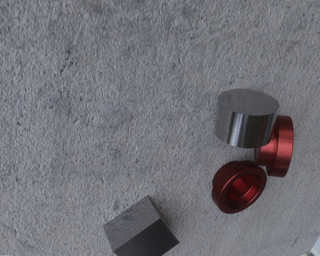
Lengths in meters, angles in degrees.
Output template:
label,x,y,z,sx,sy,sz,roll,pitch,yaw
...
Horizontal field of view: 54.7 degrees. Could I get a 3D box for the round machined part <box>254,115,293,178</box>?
label,x,y,z,sx,sy,sz,roll,pitch,yaw
round machined part,0.175,0.027,0.488,0.042,0.098,0.097,6,122,11

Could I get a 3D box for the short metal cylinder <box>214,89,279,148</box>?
label,x,y,z,sx,sy,sz,roll,pitch,yaw
short metal cylinder,0.118,-0.015,0.429,0.081,0.080,0.050,-13,124,-22

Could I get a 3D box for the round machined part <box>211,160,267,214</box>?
label,x,y,z,sx,sy,sz,roll,pitch,yaw
round machined part,0.129,0.095,0.528,0.099,0.042,0.097,-14,125,-21

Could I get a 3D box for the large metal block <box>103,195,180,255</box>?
label,x,y,z,sx,sy,sz,roll,pitch,yaw
large metal block,-0.028,0.165,0.479,0.080,0.050,0.080,-34,129,-6
